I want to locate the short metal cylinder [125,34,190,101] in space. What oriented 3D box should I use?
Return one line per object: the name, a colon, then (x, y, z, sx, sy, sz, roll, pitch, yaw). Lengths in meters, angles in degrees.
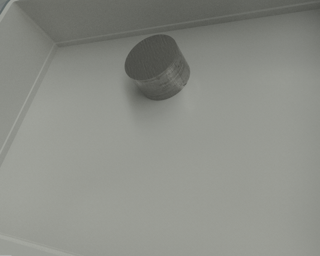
short metal cylinder: (-0.003, -0.086, 0.445, 0.080, 0.050, 0.080, -13, 56, 21)
